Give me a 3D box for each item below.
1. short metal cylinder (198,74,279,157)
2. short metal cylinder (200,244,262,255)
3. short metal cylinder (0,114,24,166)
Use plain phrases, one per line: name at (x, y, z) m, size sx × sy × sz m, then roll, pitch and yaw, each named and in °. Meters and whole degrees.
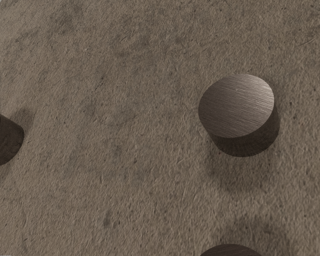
short metal cylinder at (0.089, -0.014, 0.349) m, size 0.080 × 0.050 × 0.080 m, roll -13°, pitch 56°, yaw 20°
short metal cylinder at (0.067, 0.145, 0.263) m, size 0.080 × 0.050 × 0.080 m, roll -13°, pitch 56°, yaw 20°
short metal cylinder at (-0.279, 0.018, 0.520) m, size 0.080 × 0.050 × 0.080 m, roll -13°, pitch 56°, yaw 20°
